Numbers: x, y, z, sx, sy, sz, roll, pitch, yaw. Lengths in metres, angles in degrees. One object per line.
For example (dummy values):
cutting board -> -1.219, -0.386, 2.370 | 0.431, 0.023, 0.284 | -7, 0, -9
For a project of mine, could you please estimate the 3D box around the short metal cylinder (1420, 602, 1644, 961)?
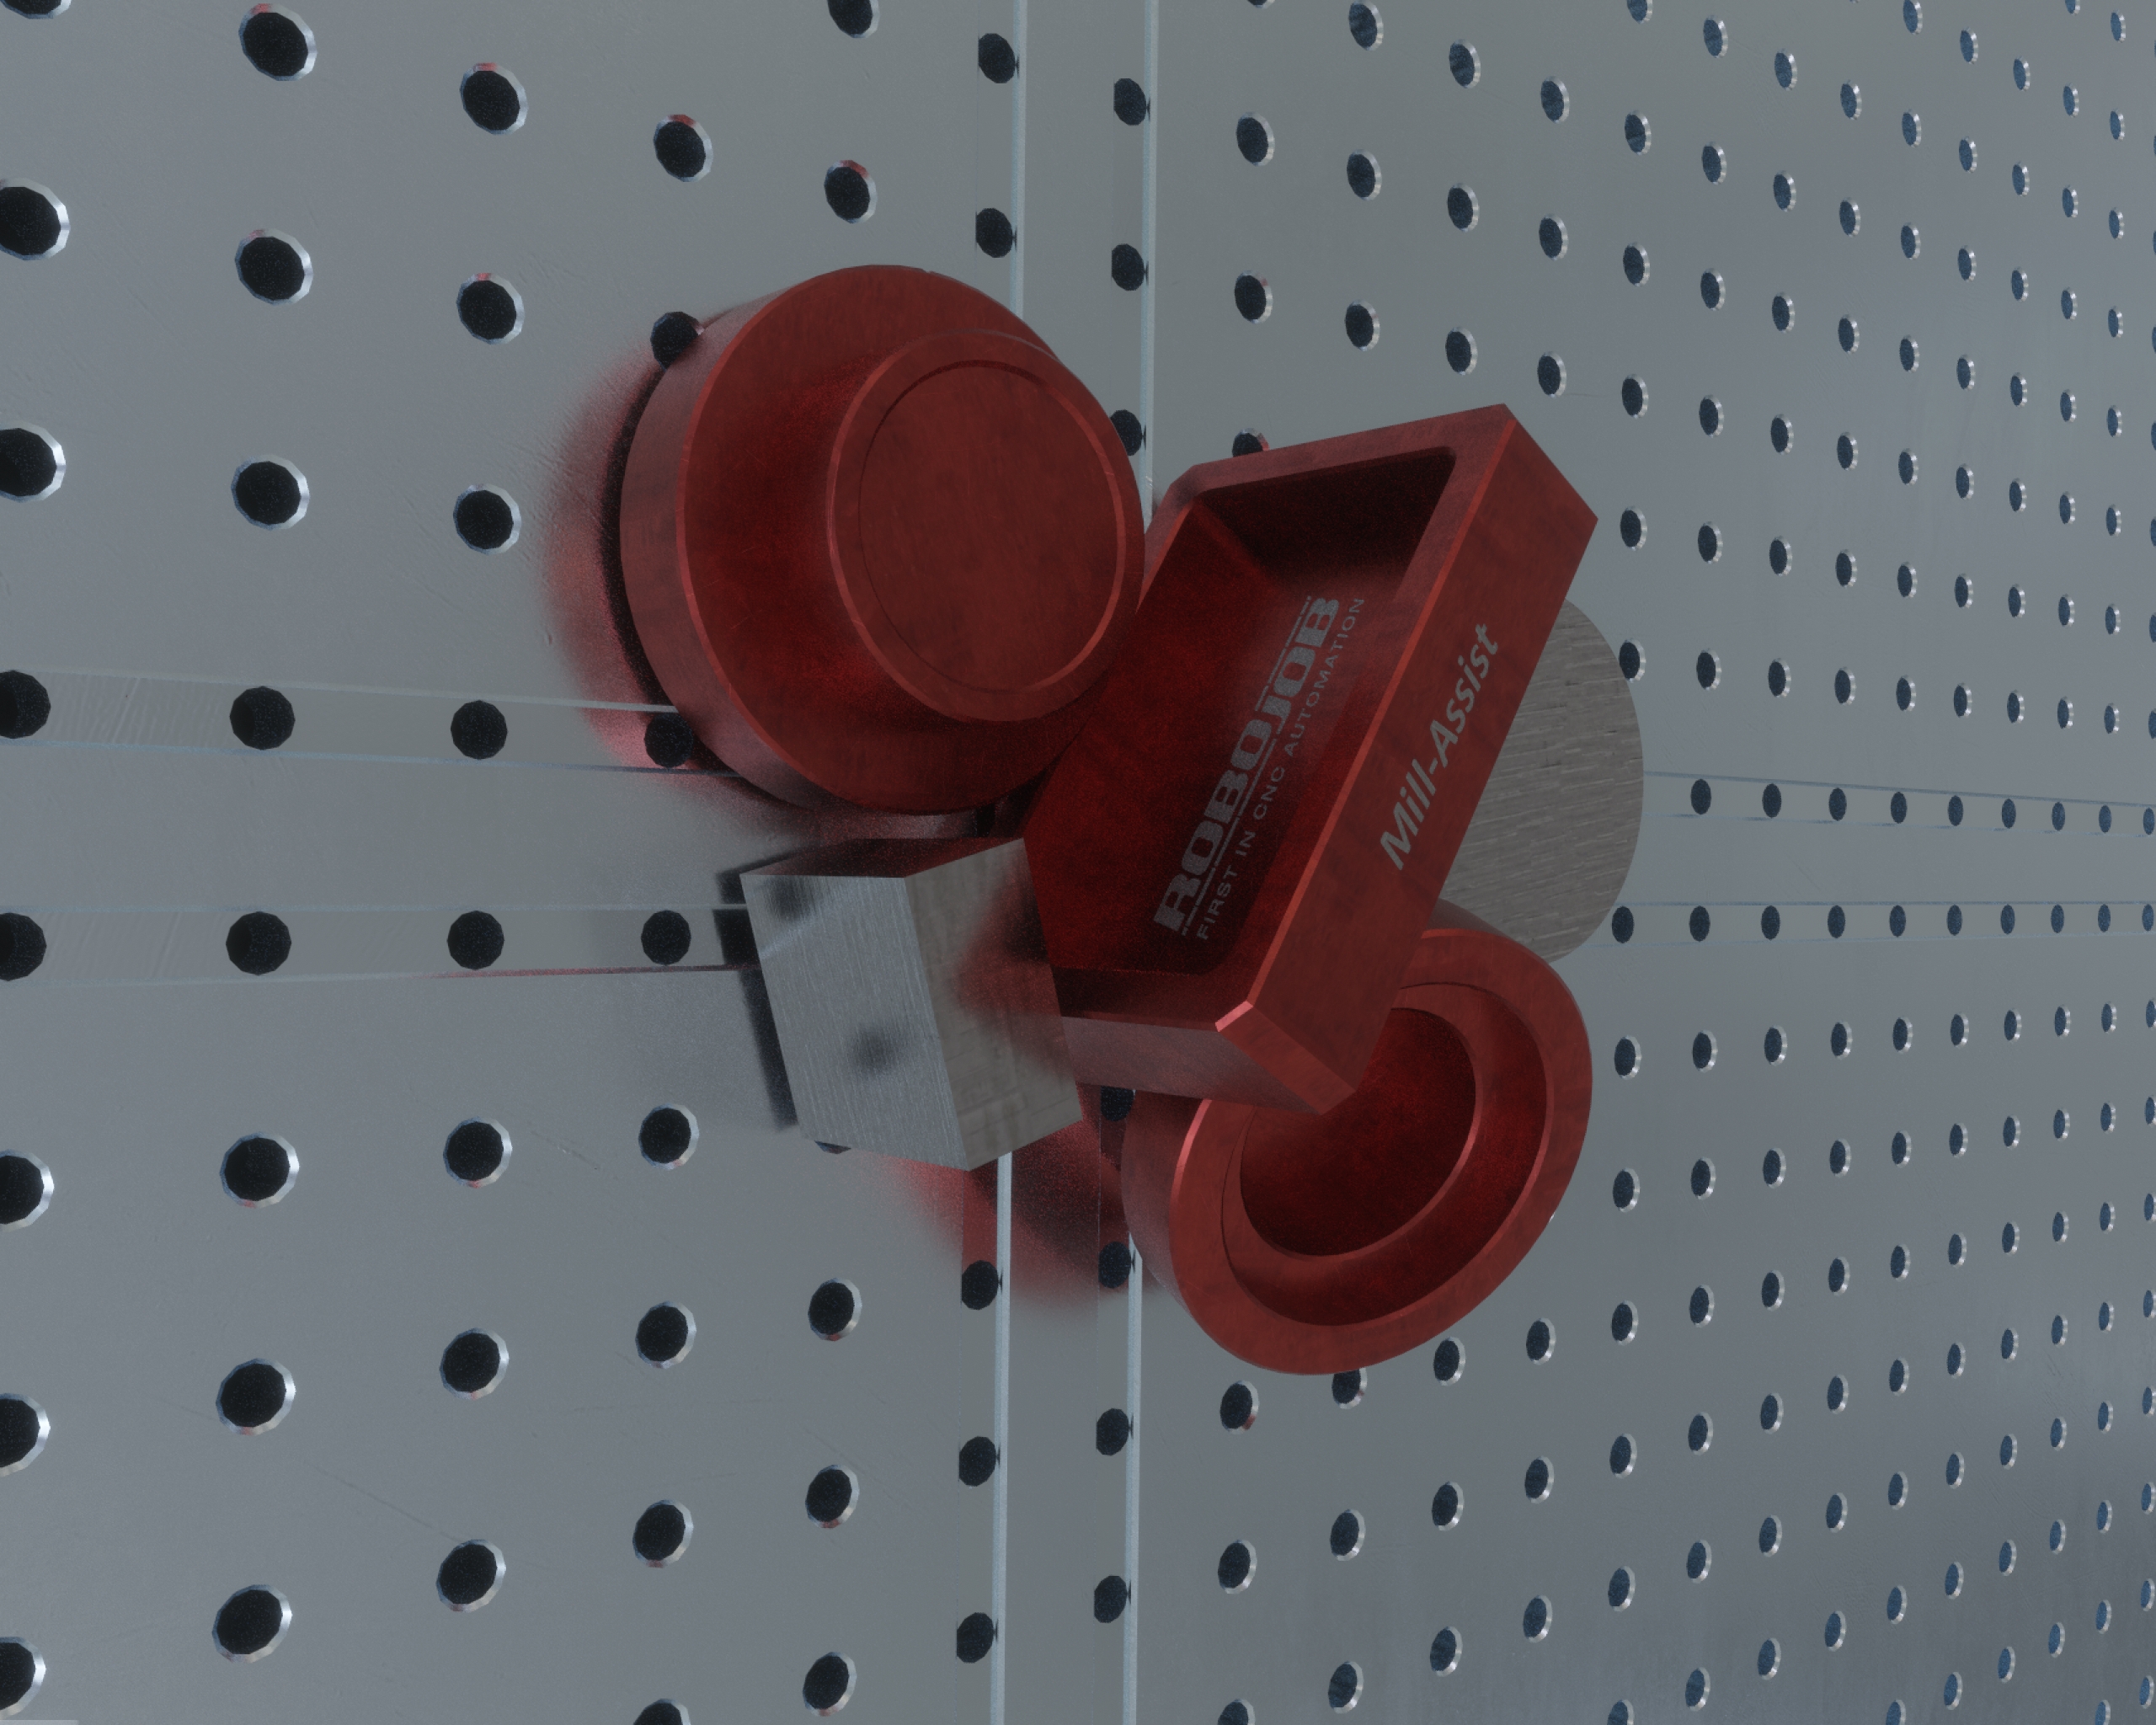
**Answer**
short metal cylinder -> 0.078, -0.018, 0.453 | 0.081, 0.050, 0.079 | 0, 90, -40

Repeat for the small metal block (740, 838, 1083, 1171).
small metal block -> -0.030, 0.023, 0.363 | 0.025, 0.050, 0.050 | -20, 103, -38

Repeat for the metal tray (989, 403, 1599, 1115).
metal tray -> 0.033, -0.021, 0.389 | 0.030, 0.090, 0.130 | 40, 65, -33

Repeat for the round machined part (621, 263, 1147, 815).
round machined part -> -0.027, -0.057, 0.370 | 0.099, 0.042, 0.097 | 0, 90, -40

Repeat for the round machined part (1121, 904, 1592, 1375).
round machined part -> 0.052, 0.051, 0.422 | 0.099, 0.042, 0.097 | -12, 116, -24
